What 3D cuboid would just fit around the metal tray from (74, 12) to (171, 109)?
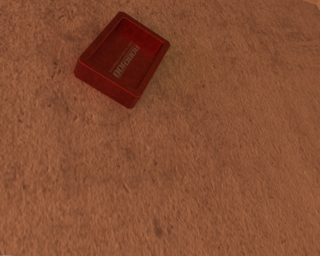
[{"bbox_3d":[-0.048,-0.099,0.436,0.090,0.030,0.130,32,51,-8],"label":"metal tray"}]
